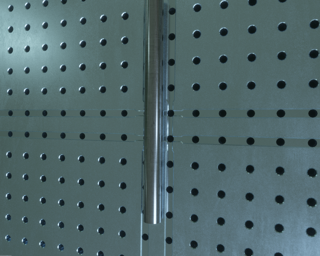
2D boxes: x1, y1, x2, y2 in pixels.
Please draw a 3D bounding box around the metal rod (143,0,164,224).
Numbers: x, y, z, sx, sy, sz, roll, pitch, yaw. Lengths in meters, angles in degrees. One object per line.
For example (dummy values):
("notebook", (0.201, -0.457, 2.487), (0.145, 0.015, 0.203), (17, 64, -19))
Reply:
("metal rod", (-0.009, -0.024, 0.416), (0.025, 0.025, 0.298), (1, 90, 20))
